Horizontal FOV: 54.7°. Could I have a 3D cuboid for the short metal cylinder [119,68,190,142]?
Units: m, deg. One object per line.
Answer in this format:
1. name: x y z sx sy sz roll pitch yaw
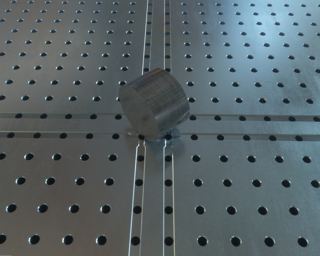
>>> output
1. short metal cylinder: -0.008 -0.030 0.396 0.050 0.080 0.080 -33 58 -25
